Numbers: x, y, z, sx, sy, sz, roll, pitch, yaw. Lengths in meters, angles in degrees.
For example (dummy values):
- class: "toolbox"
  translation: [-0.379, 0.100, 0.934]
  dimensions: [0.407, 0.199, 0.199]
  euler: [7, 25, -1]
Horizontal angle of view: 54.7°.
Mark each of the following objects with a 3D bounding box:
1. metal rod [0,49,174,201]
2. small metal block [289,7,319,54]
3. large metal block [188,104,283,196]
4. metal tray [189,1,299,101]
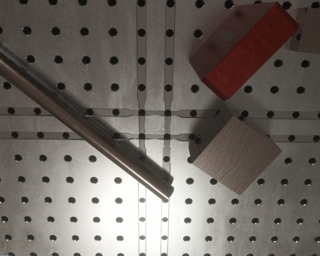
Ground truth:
- class: "metal rod"
  translation: [-0.099, 0.001, 0.412]
  dimensions: [0.300, 0.025, 0.025]
  euler: [40, 105, -14]
- class: "small metal block"
  translation: [0.191, -0.116, 0.373]
  dimensions: [0.050, 0.025, 0.050]
  euler: [5, 110, -2]
- class: "large metal block"
  translation: [0.097, 0.029, 0.412]
  dimensions: [0.080, 0.050, 0.080]
  euler: [34, 106, -12]
- class: "metal tray"
  translation: [0.078, -0.086, 0.327]
  dimensions: [0.030, 0.130, 0.090]
  euler: [40, 105, -14]
